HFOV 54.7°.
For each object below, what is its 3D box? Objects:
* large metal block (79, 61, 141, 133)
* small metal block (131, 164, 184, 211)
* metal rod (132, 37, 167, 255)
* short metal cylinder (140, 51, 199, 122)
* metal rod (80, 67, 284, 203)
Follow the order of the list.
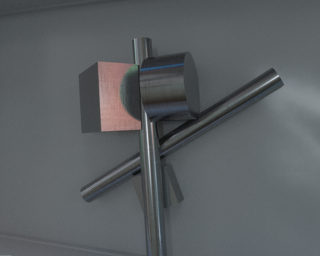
[{"bbox_3d":[-0.067,-0.035,0.397,0.080,0.050,0.079,-5,88,60],"label":"large metal block"},{"bbox_3d":[-0.003,0.081,0.409,0.050,0.025,0.050,-22,83,18],"label":"small metal block"},{"bbox_3d":[-0.012,0.038,0.385,0.025,0.025,0.298,-5,87,19],"label":"metal rod"},{"bbox_3d":[0.014,-0.048,0.373,0.050,0.080,0.080,-5,89,18],"label":"short metal cylinder"},{"bbox_3d":[0.016,0.018,0.402,0.300,0.025,0.025,-33,80,16],"label":"metal rod"}]
